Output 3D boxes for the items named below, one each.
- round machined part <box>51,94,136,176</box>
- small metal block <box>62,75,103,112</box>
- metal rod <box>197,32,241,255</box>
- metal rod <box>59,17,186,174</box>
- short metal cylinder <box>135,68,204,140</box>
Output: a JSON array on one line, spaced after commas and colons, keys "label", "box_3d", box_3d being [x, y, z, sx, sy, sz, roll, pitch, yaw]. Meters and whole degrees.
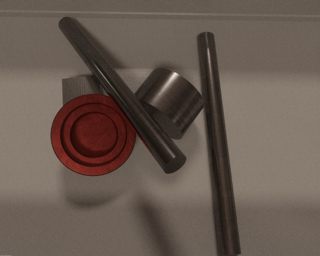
[{"label": "round machined part", "box_3d": [-0.082, 0.009, 0.386, 0.099, 0.042, 0.097, 1, 87, -12]}, {"label": "small metal block", "box_3d": [-0.104, -0.042, 0.424, 0.050, 0.025, 0.050, -7, 70, -3]}, {"label": "metal rod", "box_3d": [0.074, 0.005, 0.408, 0.025, 0.025, 0.299, -2, 70, -1]}, {"label": "metal rod", "box_3d": [-0.063, -0.060, 0.381, 0.025, 0.025, 0.300, -31, 54, -11]}, {"label": "short metal cylinder", "box_3d": [0.008, -0.029, 0.391, 0.080, 0.080, 0.050, 33, 73, 11]}]
